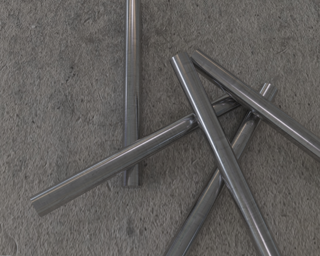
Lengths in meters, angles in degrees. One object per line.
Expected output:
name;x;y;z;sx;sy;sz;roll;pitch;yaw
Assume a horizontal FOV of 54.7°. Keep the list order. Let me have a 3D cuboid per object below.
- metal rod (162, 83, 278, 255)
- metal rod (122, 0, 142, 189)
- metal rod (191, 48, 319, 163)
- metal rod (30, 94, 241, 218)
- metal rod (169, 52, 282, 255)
metal rod;0.072;0.065;0.384;0.025;0.025;0.300;31;73;10
metal rod;-0.038;-0.068;0.432;0.025;0.025;0.299;-1;70;-1
metal rod;0.161;-0.001;0.387;0.300;0.025;0.025;38;74;4
metal rod;-0.006;0.018;0.378;0.302;0.025;0.025;-28;72;-19
metal rod;0.082;0.048;0.363;0.025;0.025;0.299;-22;82;-8
